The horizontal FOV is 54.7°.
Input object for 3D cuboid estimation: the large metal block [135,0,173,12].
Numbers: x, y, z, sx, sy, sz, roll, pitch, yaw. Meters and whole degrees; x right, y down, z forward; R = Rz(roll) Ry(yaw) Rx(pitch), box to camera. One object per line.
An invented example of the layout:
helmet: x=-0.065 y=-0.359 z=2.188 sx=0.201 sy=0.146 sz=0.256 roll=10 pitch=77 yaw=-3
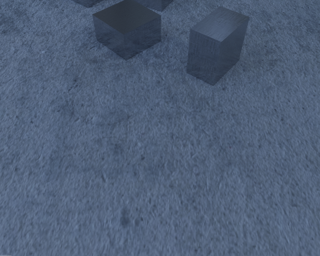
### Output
large metal block: x=-0.020 y=-0.287 z=0.608 sx=0.080 sy=0.080 sz=0.050 roll=23 pitch=54 yaw=18

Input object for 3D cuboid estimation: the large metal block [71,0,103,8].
large metal block: x=-0.150 y=-0.298 z=0.636 sx=0.080 sy=0.050 sz=0.080 roll=32 pitch=57 yaw=23

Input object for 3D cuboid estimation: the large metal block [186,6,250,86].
large metal block: x=0.087 y=-0.126 z=0.474 sx=0.050 sy=0.080 sz=0.080 roll=31 pitch=57 yaw=23

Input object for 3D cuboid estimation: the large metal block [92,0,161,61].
large metal block: x=-0.055 y=-0.171 z=0.530 sx=0.080 sy=0.050 sz=0.080 roll=-37 pitch=59 yaw=-27
